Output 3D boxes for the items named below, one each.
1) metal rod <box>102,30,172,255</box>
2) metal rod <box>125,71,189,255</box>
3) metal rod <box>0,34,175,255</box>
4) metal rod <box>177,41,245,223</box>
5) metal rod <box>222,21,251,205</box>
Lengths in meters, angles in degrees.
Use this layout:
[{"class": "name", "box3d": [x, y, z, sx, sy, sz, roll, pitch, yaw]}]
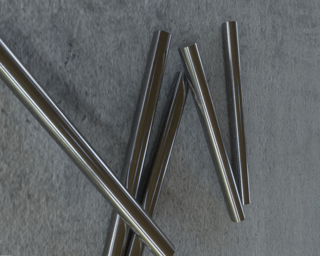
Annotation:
[{"class": "metal rod", "box3d": [-0.027, 0.021, 0.383, 0.025, 0.025, 0.299, 20, 77, -39]}, {"class": "metal rod", "box3d": [-0.008, 0.066, 0.400, 0.025, 0.025, 0.299, 27, 73, -37]}, {"class": "metal rod", "box3d": [-0.075, 0.034, 0.321, 0.025, 0.025, 0.299, -47, 112, -30]}, {"class": "metal rod", "box3d": [0.082, 0.021, 0.455, 0.025, 0.025, 0.298, -38, 120, -34]}, {"class": "metal rod", "box3d": [0.126, -0.022, 0.513, 0.025, 0.025, 0.298, -10, 96, -40]}]
